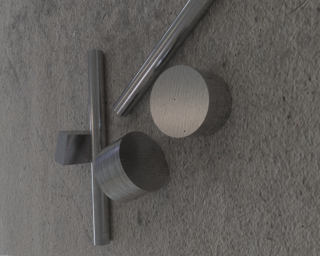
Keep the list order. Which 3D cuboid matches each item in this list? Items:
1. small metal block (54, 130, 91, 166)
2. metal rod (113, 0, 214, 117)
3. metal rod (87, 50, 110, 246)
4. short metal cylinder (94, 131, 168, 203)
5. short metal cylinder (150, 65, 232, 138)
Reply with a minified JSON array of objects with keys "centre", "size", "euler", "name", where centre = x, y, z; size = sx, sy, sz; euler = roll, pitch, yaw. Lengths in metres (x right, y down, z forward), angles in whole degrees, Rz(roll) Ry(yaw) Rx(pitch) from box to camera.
[{"centre":[-0.139,0.031,0.503],"size":[0.025,0.050,0.050],"euler":[19,102,38],"name":"small metal block"},{"centre":[0.027,-0.125,0.382],"size":[0.298,0.025,0.025],"euler":[-50,61,28],"name":"metal rod"},{"centre":[-0.096,0.029,0.484],"size":[0.025,0.025,0.298],"euler":[-4,87,40],"name":"metal rod"},{"centre":[-0.036,0.051,0.399],"size":[0.050,0.081,0.080],"euler":[-31,71,36],"name":"short metal cylinder"},{"centre":[0.035,-0.029,0.360],"size":[0.080,0.050,0.080],"euler":[0,90,40],"name":"short metal cylinder"}]
